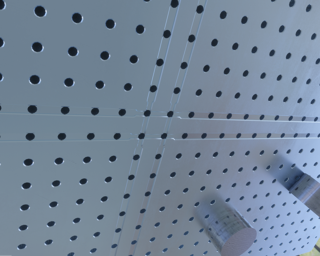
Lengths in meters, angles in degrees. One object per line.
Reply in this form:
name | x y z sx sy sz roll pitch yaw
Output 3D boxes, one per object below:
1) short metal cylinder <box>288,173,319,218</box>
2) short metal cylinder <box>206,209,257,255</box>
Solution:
short metal cylinder | 0.312 0.138 0.631 0.050 0.080 0.080 -49 129 7
short metal cylinder | 0.137 0.204 0.596 0.081 0.050 0.079 -14 124 -21
